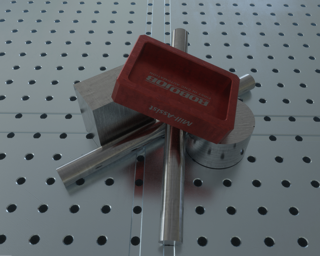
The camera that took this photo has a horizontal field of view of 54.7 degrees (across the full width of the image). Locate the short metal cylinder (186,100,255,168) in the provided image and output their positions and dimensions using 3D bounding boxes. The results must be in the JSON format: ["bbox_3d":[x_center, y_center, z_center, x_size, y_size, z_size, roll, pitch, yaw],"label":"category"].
[{"bbox_3d":[0.073,0.003,0.388,0.081,0.050,0.080,0,50,0],"label":"short metal cylinder"}]

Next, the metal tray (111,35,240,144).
[{"bbox_3d":[0.022,-0.046,0.351,0.131,0.030,0.090,22,51,-6],"label":"metal tray"}]

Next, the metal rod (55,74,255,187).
[{"bbox_3d":[0.010,-0.006,0.413,0.302,0.025,0.025,-27,55,-21],"label":"metal rod"}]

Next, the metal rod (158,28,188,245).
[{"bbox_3d":[0.020,-0.012,0.389,0.025,0.025,0.299,3,59,2],"label":"metal rod"}]

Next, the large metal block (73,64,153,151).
[{"bbox_3d":[-0.054,-0.026,0.392,0.081,0.080,0.050,-27,56,-21],"label":"large metal block"}]
